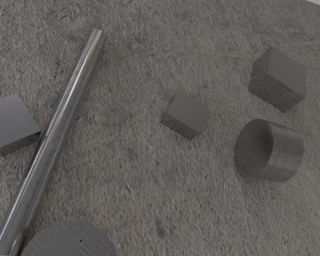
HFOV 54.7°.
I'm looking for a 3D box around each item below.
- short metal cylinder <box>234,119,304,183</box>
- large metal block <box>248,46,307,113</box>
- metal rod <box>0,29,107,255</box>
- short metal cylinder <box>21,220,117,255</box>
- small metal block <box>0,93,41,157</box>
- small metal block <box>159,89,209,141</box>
[{"bbox_3d":[0.148,0.032,0.429,0.050,0.080,0.080,15,56,-20],"label":"short metal cylinder"},{"bbox_3d":[0.211,-0.087,0.554,0.080,0.050,0.080,30,52,-9],"label":"large metal block"},{"bbox_3d":[-0.111,-0.008,0.348,0.025,0.025,0.300,22,53,-15],"label":"metal rod"},{"bbox_3d":[-0.082,0.126,0.267,0.081,0.050,0.080,14,56,-21],"label":"short metal cylinder"},{"bbox_3d":[-0.160,-0.002,0.319,0.050,0.025,0.050,-29,78,-37],"label":"small metal block"},{"bbox_3d":[0.034,-0.018,0.433,0.050,0.025,0.050,32,52,-8],"label":"small metal block"}]
